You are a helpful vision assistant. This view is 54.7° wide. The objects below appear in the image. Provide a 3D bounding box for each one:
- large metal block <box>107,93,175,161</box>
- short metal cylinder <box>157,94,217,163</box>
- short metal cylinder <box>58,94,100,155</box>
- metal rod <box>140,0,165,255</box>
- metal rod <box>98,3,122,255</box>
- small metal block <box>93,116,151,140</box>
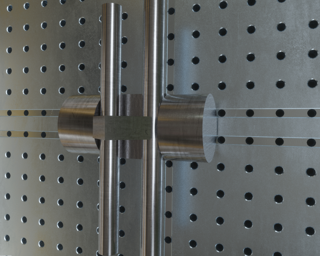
[{"bbox_3d":[-0.022,-0.002,0.403,0.080,0.050,0.079,1,90,20],"label":"large metal block"},{"bbox_3d":[0.035,0.000,0.367,0.050,0.080,0.079,1,90,21],"label":"short metal cylinder"},{"bbox_3d":[-0.089,-0.005,0.411,0.050,0.080,0.079,2,91,20],"label":"short metal cylinder"},{"bbox_3d":[-0.008,0.000,0.359,0.025,0.025,0.298,1,90,20],"label":"metal rod"},{"bbox_3d":[-0.060,0.002,0.377,0.025,0.025,0.298,1,90,20],"label":"metal rod"},{"bbox_3d":[-0.043,0.000,0.344,0.050,0.050,0.025,2,92,64],"label":"small metal block"}]
